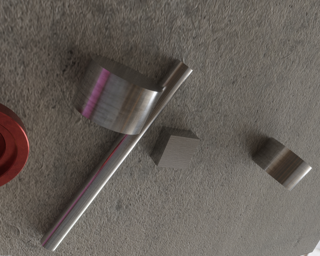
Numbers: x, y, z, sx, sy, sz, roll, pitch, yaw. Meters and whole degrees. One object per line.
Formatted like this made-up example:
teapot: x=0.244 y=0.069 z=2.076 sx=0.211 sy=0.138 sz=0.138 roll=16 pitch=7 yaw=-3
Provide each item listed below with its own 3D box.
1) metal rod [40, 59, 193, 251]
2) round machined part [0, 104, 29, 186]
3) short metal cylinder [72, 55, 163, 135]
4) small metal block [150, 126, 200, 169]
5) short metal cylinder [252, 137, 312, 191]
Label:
metal rod: x=-0.060 y=0.040 z=0.398 sx=0.025 sy=0.025 sz=0.299 roll=31 pitch=101 yaw=-38
round machined part: x=-0.184 y=0.013 z=0.304 sx=0.099 sy=0.042 sz=0.097 roll=-14 pitch=124 yaw=-21
short metal cylinder: x=-0.044 y=-0.035 z=0.325 sx=0.081 sy=0.080 sz=0.050 roll=17 pitch=110 yaw=-35
small metal block: x=0.021 y=0.028 z=0.436 sx=0.050 sy=0.025 sz=0.050 roll=9 pitch=114 yaw=-33
short metal cylinder: x=0.202 y=0.060 z=0.519 sx=0.080 sy=0.080 sz=0.050 roll=33 pitch=100 yaw=-38
